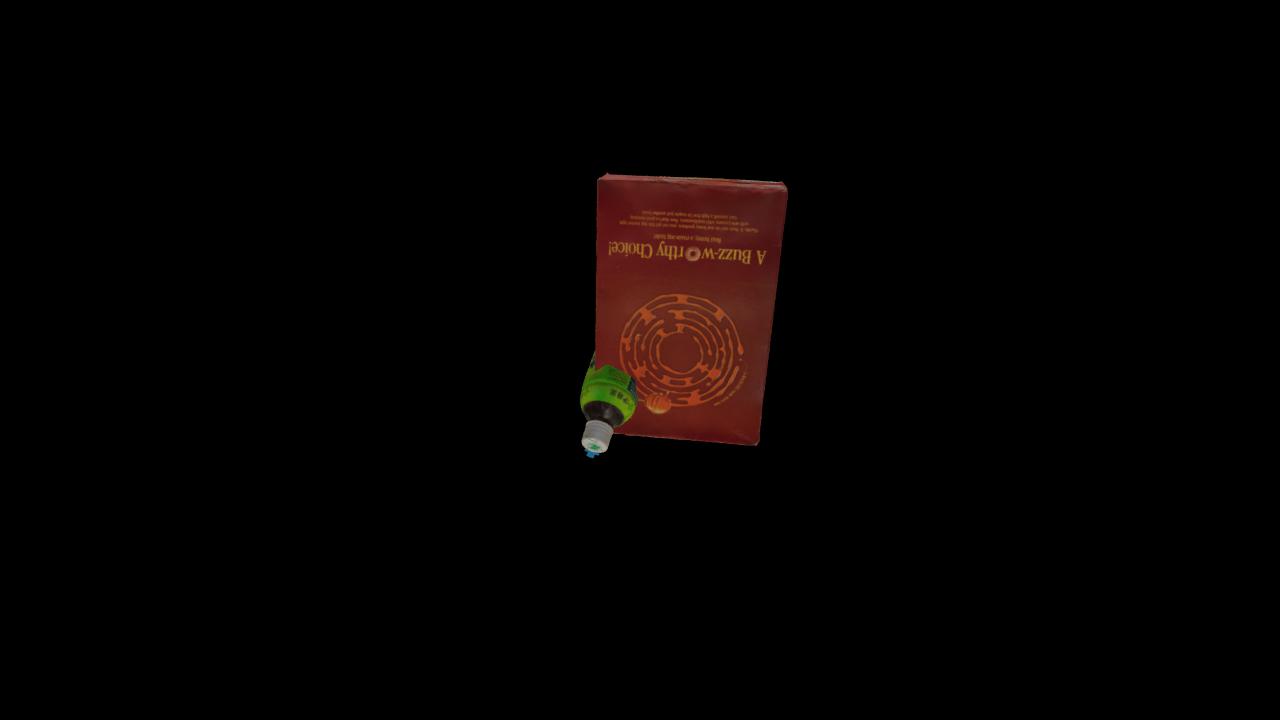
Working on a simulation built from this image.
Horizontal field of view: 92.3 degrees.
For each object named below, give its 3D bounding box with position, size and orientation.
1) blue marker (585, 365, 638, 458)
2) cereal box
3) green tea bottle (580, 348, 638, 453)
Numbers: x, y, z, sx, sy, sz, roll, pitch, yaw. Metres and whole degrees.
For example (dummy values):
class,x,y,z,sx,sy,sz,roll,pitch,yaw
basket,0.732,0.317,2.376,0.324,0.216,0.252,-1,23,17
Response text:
class,x,y,z,sx,sy,sz,roll,pitch,yaw
blue marker,-0.041,0.064,0.767,0.020,0.121,0.020,19,-15,5
cereal box,0.051,-0.054,0.718,0.203,0.306,0.081,4,22,6
green tea bottle,-0.028,0.016,0.746,0.073,0.212,0.073,9,-41,8
